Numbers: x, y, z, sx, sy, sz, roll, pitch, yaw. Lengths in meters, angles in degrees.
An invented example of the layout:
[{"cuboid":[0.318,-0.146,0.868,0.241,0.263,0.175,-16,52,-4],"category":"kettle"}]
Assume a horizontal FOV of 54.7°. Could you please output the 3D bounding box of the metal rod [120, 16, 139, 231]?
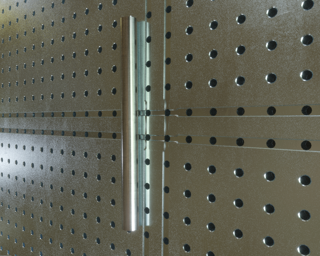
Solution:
[{"cuboid":[-0.043,-0.006,0.442,0.025,0.025,0.298,-1,89,39],"category":"metal rod"}]
